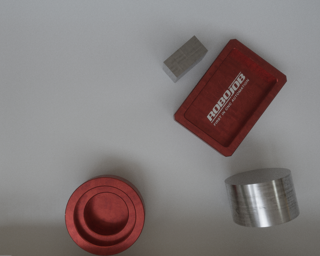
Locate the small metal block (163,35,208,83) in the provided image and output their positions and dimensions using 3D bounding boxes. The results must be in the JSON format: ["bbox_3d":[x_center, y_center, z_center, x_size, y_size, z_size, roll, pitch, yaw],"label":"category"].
[{"bbox_3d":[0.031,-0.087,0.399,0.050,0.050,0.025,-41,90,0],"label":"small metal block"}]

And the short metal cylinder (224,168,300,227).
[{"bbox_3d":[0.126,0.084,0.386,0.080,0.080,0.050,-12,90,0],"label":"short metal cylinder"}]

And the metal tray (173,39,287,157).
[{"bbox_3d":[0.090,-0.039,0.410,0.090,0.030,0.130,37,90,-1],"label":"metal tray"}]

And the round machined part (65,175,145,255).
[{"bbox_3d":[-0.068,0.109,0.402,0.099,0.042,0.097,0,90,-1],"label":"round machined part"}]
